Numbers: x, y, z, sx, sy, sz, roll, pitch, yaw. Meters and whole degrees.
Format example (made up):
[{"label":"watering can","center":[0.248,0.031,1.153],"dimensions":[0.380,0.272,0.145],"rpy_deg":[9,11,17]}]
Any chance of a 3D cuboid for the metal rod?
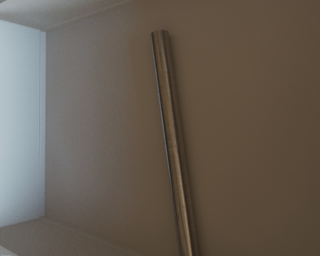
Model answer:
[{"label":"metal rod","center":[0.019,0.024,0.389],"dimensions":[0.025,0.025,0.298],"rpy_deg":[-13,82,39]}]
